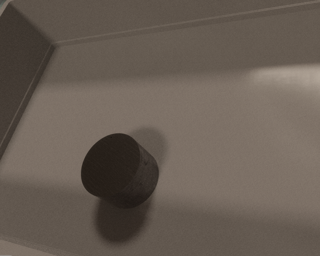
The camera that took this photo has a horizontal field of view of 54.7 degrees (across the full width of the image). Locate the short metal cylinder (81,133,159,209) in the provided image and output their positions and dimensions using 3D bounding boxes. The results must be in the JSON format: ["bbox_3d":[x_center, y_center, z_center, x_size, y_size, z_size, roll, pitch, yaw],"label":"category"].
[{"bbox_3d":[-0.048,0.053,0.381,0.080,0.050,0.080,-13,56,20],"label":"short metal cylinder"}]
